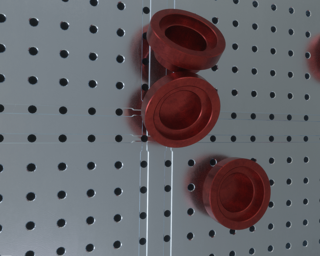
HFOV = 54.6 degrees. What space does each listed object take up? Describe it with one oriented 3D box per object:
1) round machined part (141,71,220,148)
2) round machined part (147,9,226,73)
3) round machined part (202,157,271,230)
[{"bbox_3d":[0.024,-0.026,0.398,0.099,0.042,0.097,-8,121,-14],"label":"round machined part"},{"bbox_3d":[0.030,-0.106,0.397,0.099,0.042,0.098,11,48,-12],"label":"round machined part"},{"bbox_3d":[0.104,0.090,0.442,0.099,0.042,0.097,0,90,-20],"label":"round machined part"}]
